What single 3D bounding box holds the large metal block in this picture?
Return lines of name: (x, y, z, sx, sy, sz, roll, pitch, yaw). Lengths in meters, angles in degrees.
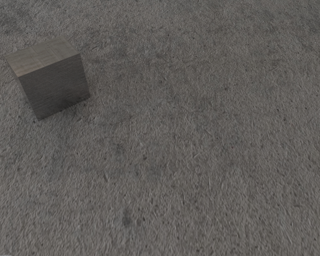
large metal block: (-0.149, -0.068, 0.423, 0.081, 0.080, 0.050, -29, 56, -22)
